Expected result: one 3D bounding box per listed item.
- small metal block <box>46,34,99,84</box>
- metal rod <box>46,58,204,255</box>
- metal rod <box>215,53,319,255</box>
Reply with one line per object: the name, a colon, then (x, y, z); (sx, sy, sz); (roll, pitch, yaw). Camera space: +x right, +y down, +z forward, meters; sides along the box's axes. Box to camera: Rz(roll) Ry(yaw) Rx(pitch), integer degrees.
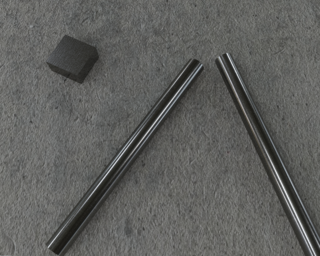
small metal block: (-0.124, -0.098, 0.443); (0.050, 0.025, 0.050); (25, 72, 8)
metal rod: (-0.034, 0.025, 0.398); (0.025, 0.025, 0.300); (34, 73, 11)
metal rod: (0.140, 0.033, 0.397); (0.025, 0.025, 0.299); (-18, 71, -7)
